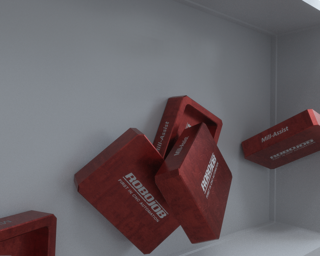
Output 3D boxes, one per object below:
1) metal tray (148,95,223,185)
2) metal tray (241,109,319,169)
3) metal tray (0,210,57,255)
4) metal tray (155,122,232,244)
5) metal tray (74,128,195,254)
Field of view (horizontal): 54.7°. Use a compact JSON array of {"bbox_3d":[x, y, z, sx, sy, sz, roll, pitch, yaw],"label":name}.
[{"bbox_3d":[0.034,0.031,0.431,0.090,0.030,0.130,30,71,-36],"label":"metal tray"},{"bbox_3d":[0.216,0.024,0.517,0.091,0.130,0.030,22,49,-36],"label":"metal tray"},{"bbox_3d":[-0.142,0.125,0.249,0.131,0.030,0.089,5,86,-65],"label":"metal tray"},{"bbox_3d":[0.047,0.059,0.370,0.090,0.030,0.131,61,28,-12],"label":"metal tray"},{"bbox_3d":[-0.023,0.075,0.362,0.090,0.030,0.130,-41,116,-8],"label":"metal tray"}]
